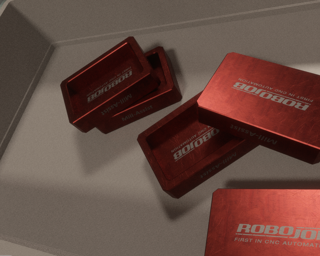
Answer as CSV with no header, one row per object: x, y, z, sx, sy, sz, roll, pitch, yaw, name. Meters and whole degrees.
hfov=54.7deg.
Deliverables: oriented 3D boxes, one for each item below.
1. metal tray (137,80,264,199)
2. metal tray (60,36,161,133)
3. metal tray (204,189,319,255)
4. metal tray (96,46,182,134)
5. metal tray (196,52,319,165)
0.046,0.011,0.370,0.130,0.030,0.090,-35,52,5,metal tray
-0.073,-0.063,0.438,0.130,0.030,0.090,-32,52,7,metal tray
0.109,0.100,0.272,0.130,0.030,0.090,-5,48,25,metal tray
-0.041,-0.056,0.456,0.130,0.030,0.090,-23,53,13,metal tray
0.116,-0.027,0.329,0.130,0.030,0.090,22,61,23,metal tray
